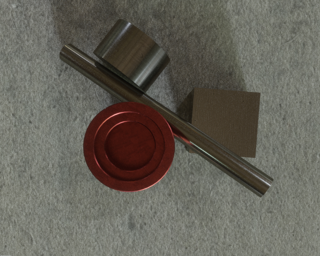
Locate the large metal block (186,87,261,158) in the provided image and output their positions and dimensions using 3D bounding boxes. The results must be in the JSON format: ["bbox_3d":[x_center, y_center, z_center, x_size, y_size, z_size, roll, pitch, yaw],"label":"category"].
[{"bbox_3d":[0.079,-0.007,0.400,0.081,0.050,0.079,4,90,-1],"label":"large metal block"}]

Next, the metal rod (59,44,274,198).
[{"bbox_3d":[-0.003,-0.017,0.374,0.300,0.025,0.025,35,90,14],"label":"metal rod"}]

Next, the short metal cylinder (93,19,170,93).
[{"bbox_3d":[-0.035,-0.087,0.383,0.080,0.080,0.050,37,90,-1],"label":"short metal cylinder"}]

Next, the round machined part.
[{"bbox_3d":[-0.033,0.020,0.353,0.099,0.042,0.097,0,91,-1],"label":"round machined part"}]

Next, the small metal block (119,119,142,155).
[{"bbox_3d":[-0.037,0.008,0.399,0.025,0.050,0.050,-2,90,0],"label":"small metal block"}]
